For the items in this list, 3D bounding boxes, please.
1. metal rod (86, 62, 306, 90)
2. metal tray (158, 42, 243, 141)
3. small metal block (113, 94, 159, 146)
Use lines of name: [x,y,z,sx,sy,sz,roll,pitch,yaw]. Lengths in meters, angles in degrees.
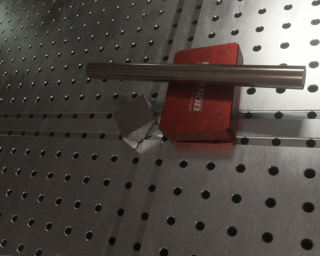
metal rod: [0.022,-0.070,0.399,0.300,0.025,0.025,8,66,31]
metal tray: [0.056,-0.047,0.404,0.090,0.030,0.130,-2,61,27]
small metal block: [-0.032,-0.011,0.430,0.050,0.025,0.050,-31,52,8]
